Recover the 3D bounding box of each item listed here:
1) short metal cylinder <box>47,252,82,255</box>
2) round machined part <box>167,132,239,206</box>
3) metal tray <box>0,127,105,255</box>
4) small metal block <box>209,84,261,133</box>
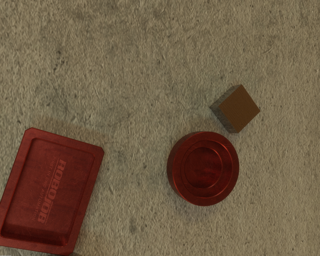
[{"bbox_3d":[-0.113,0.191,0.355,0.081,0.050,0.079,0,90,-21],"label":"short metal cylinder"},{"bbox_3d":[0.055,0.053,0.422,0.099,0.042,0.097,0,90,-21],"label":"round machined part"},{"bbox_3d":[-0.128,0.073,0.359,0.091,0.030,0.129,19,84,-20],"label":"metal tray"},{"bbox_3d":[0.109,-0.028,0.451,0.050,0.025,0.050,-42,104,-15],"label":"small metal block"}]
